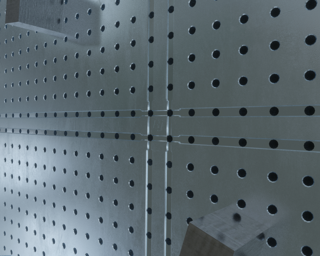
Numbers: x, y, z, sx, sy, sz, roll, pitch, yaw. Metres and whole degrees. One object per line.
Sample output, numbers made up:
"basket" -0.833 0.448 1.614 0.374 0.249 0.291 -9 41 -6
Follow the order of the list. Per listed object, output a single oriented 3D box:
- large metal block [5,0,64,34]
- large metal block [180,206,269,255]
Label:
"large metal block" -0.226 -0.221 0.562 0.050 0.081 0.080 11 97 39
"large metal block" 0.063 0.136 0.323 0.050 0.081 0.080 24 105 37
